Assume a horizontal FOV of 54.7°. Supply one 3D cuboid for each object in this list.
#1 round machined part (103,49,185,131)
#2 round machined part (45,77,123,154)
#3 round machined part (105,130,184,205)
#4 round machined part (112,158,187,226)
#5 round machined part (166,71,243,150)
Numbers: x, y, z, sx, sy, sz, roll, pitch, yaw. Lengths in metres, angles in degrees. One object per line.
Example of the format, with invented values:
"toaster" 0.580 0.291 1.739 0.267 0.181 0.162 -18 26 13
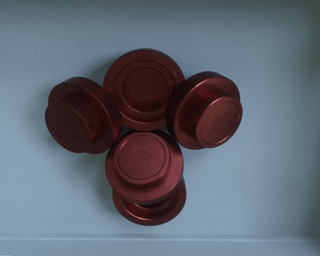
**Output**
"round machined part" -0.018 -0.048 0.381 0.099 0.042 0.097 0 110 0
"round machined part" -0.098 -0.009 0.373 0.098 0.042 0.097 15 126 22
"round machined part" -0.020 0.042 0.385 0.099 0.098 0.042 -6 154 2
"round machined part" -0.014 0.083 0.430 0.099 0.042 0.097 0 110 0
"round machined part" 0.059 -0.015 0.371 0.099 0.042 0.097 -17 126 -25
